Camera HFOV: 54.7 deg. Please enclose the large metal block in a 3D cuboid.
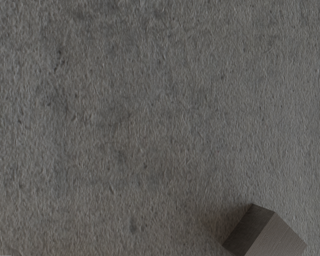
[{"bbox_3d":[0.153,0.173,0.455,0.080,0.050,0.080,45,76,-15],"label":"large metal block"}]
